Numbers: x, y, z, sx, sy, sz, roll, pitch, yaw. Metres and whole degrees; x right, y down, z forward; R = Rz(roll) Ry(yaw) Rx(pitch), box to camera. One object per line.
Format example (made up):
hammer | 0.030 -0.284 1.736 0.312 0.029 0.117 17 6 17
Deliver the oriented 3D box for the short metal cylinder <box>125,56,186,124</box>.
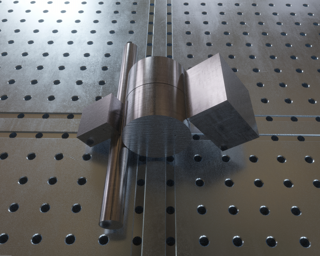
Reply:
short metal cylinder | -0.003 -0.046 0.405 0.081 0.080 0.050 0 50 0

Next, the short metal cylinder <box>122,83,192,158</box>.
short metal cylinder | -0.004 -0.007 0.373 0.081 0.080 0.050 0 50 0

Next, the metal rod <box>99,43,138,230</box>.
metal rod | -0.049 -0.015 0.414 0.025 0.025 0.300 0 50 0

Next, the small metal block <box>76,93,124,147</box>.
small metal block | -0.075 -0.010 0.396 0.050 0.025 0.050 -24 44 26

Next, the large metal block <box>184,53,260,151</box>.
large metal block | 0.075 -0.031 0.384 0.050 0.080 0.080 -26 44 29
